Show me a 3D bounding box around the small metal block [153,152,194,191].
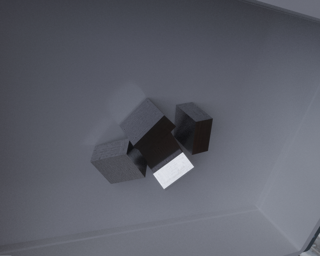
[{"bbox_3d":[0.020,0.063,0.442,0.050,0.025,0.050,-36,166,-5],"label":"small metal block"}]

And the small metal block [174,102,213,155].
[{"bbox_3d":[0.043,0.000,0.415,0.025,0.050,0.050,-12,123,-24],"label":"small metal block"}]

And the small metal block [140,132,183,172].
[{"bbox_3d":[-0.004,0.026,0.421,0.050,0.025,0.050,-36,130,-4],"label":"small metal block"}]

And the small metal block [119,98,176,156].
[{"bbox_3d":[-0.016,-0.002,0.381,0.050,0.050,0.025,-45,129,3],"label":"small metal block"}]

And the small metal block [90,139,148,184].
[{"bbox_3d":[-0.051,0.043,0.392,0.050,0.025,0.050,-14,133,20],"label":"small metal block"}]
